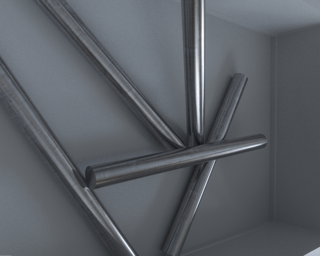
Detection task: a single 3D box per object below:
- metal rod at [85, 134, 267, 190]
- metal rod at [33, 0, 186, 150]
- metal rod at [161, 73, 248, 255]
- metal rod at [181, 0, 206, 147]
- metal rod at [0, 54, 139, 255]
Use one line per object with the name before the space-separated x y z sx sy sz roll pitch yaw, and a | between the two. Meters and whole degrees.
metal rod | 0.046 0.036 0.413 0.302 0.025 0.025 -7 95 -38
metal rod | -0.061 -0.071 0.354 0.300 0.025 0.025 49 61 -29
metal rod | 0.074 0.043 0.468 0.025 0.025 0.300 39 66 -33
metal rod | 0.040 -0.083 0.357 0.025 0.025 0.298 -40 140 -33
metal rod | -0.098 0.047 0.324 0.025 0.025 0.299 -42 116 -32
